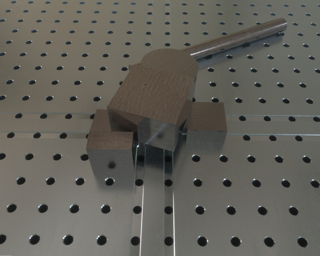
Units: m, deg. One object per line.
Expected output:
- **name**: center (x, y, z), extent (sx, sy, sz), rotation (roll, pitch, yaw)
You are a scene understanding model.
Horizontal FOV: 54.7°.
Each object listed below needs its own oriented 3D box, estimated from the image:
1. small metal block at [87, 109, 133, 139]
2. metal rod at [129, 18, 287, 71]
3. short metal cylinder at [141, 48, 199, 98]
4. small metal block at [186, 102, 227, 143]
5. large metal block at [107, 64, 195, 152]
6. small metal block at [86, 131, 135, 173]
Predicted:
- **small metal block**: center (-0.062, 0.004, 0.404), extent (0.050, 0.025, 0.050), rotation (5, 50, 3)
- **metal rod**: center (0.091, -0.138, 0.524), extent (0.302, 0.025, 0.025), rotation (-21, 54, -18)
- **short metal cylinder**: center (0.012, -0.072, 0.448), extent (0.081, 0.050, 0.080), rotation (2, 47, -2)
- **small metal block**: center (0.061, -0.008, 0.415), extent (0.050, 0.025, 0.050), rotation (2, 50, 1)
- **large metal block**: center (-0.008, -0.026, 0.381), extent (0.080, 0.050, 0.080), rotation (15, 51, 12)
- **small metal block**: center (-0.056, 0.029, 0.366), extent (0.050, 0.050, 0.025), rotation (1, 50, 0)
